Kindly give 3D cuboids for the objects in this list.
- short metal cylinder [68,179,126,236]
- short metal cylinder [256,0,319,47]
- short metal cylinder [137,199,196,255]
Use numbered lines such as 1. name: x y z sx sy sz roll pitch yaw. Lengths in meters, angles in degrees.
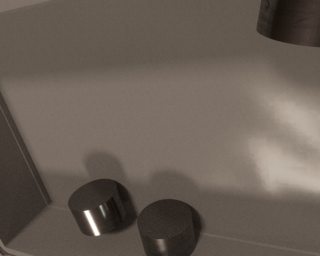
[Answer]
1. short metal cylinder: -0.101 0.127 0.503 0.080 0.080 0.050 -2 117 29
2. short metal cylinder: 0.122 -0.101 0.246 0.080 0.080 0.050 14 124 20
3. short metal cylinder: 0.011 0.152 0.460 0.080 0.080 0.050 3 120 26
